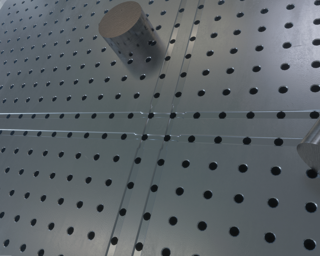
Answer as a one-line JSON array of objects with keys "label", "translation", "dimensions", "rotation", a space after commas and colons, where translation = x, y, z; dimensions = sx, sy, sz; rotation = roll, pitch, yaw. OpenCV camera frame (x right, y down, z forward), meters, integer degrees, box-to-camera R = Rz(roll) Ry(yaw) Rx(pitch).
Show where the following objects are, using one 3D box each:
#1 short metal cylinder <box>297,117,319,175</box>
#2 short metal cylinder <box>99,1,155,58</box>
[{"label": "short metal cylinder", "translation": [0.171, 0.020, 0.271], "dimensions": [0.080, 0.080, 0.050], "rotation": [35, 82, 38]}, {"label": "short metal cylinder", "translation": [-0.056, -0.166, 0.523], "dimensions": [0.080, 0.050, 0.080], "rotation": [-13, 56, 21]}]
